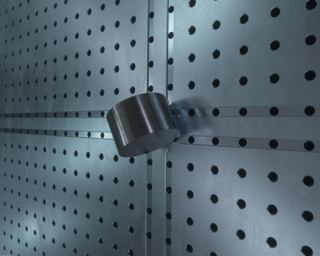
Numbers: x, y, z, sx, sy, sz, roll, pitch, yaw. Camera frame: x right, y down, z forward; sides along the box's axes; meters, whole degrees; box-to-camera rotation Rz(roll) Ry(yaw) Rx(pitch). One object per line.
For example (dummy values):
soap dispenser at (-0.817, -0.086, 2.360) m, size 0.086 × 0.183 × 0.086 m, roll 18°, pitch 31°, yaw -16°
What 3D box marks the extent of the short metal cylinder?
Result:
short metal cylinder at (-0.021, -0.002, 0.391) m, size 0.080 × 0.081 × 0.050 m, roll -35°, pitch 68°, yaw 35°
